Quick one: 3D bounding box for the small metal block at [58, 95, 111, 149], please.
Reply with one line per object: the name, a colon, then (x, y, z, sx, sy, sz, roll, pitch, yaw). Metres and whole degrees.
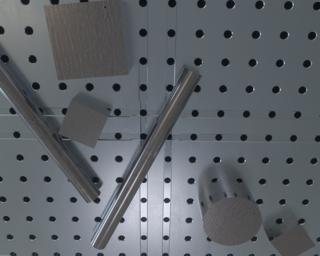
small metal block: (-0.099, -0.008, 0.410, 0.050, 0.025, 0.050, 24, 108, -9)

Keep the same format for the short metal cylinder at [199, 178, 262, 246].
short metal cylinder: (0.099, 0.120, 0.445, 0.081, 0.050, 0.079, 0, 110, 0)

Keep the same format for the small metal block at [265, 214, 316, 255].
small metal block: (0.200, 0.170, 0.478, 0.050, 0.025, 0.050, -36, 106, 12)

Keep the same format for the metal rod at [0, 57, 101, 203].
metal rod: (-0.171, -0.021, 0.403, 0.025, 0.025, 0.299, -29, 108, 10)

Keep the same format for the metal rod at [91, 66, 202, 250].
metal rod: (-0.026, 0.053, 0.432, 0.025, 0.025, 0.298, 26, 108, -9)

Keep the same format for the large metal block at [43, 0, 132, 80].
large metal block: (-0.079, -0.103, 0.361, 0.080, 0.050, 0.079, -4, 110, 1)
